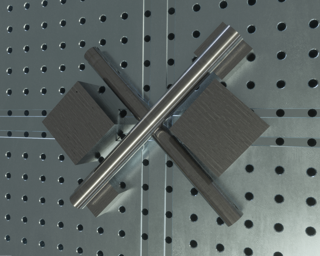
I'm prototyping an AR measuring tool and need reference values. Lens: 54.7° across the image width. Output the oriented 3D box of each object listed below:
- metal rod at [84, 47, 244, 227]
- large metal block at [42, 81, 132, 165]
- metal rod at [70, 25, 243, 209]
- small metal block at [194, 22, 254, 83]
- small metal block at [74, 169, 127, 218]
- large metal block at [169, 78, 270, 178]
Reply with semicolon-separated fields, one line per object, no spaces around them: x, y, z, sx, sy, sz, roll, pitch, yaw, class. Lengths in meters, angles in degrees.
-0.003;0.002;0.413;0.025;0.025;0.300;-44;76;15;metal rod
-0.102;-0.007;0.436;0.080;0.050;0.080;-45;76;14;large metal block
-0.014;-0.004;0.390;0.299;0.025;0.025;-47;76;14;metal rod
0.079;-0.093;0.385;0.050;0.025;0.050;-46;76;14;small metal block
-0.085;0.090;0.442;0.050;0.025;0.050;46;104;14;small metal block
0.073;0.000;0.374;0.080;0.050;0.080;45;104;14;large metal block
